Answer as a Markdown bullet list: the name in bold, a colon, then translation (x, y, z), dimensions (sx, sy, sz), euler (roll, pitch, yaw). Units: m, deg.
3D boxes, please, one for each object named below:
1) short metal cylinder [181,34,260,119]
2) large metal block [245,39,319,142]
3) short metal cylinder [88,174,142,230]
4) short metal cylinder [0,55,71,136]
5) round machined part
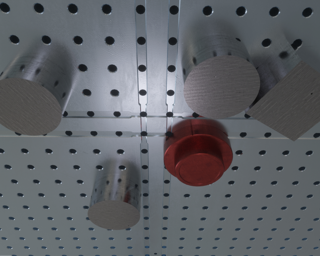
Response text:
- **short metal cylinder**: translation (0.065, -0.057, 0.347), dimensions (0.081, 0.050, 0.079), euler (0, 130, 0)
- **large metal block**: translation (0.152, -0.041, 0.361), dimensions (0.080, 0.050, 0.080), euler (26, 125, -21)
- **short metal cylinder**: translation (-0.071, 0.119, 0.496), dimensions (0.081, 0.050, 0.079), euler (0, 130, 0)
- **short metal cylinder**: translation (-0.150, -0.037, 0.362), dimensions (0.081, 0.050, 0.079), euler (0, 130, 0)
- **round machined part**: translation (0.054, 0.046, 0.440), dimensions (0.099, 0.042, 0.097), euler (0, 130, 0)
